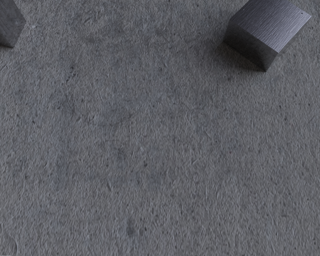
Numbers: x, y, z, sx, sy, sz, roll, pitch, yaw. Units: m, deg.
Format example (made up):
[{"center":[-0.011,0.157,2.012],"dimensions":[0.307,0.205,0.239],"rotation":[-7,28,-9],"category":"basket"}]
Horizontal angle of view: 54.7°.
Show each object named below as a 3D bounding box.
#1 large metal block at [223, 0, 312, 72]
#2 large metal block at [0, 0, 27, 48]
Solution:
[{"center":[0.152,-0.143,0.448],"dimensions":[0.080,0.050,0.080],"rotation":[40,75,13],"category":"large metal block"},{"center":[-0.252,-0.165,0.437],"dimensions":[0.080,0.080,0.050],"rotation":[14,71,5],"category":"large metal block"}]
